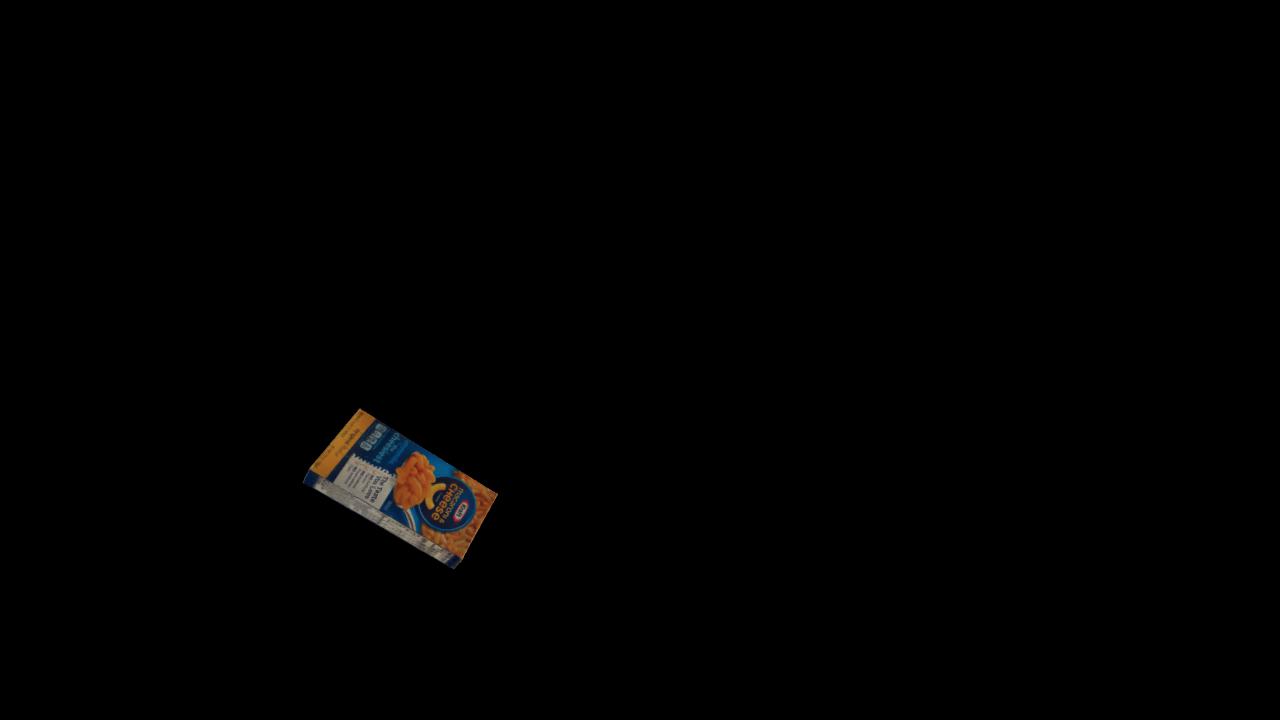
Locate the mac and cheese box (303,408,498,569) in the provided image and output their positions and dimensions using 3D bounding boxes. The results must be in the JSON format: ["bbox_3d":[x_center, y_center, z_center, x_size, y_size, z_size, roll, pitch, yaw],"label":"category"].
[{"bbox_3d":[-0.259,0.142,0.681,0.184,0.093,0.041,35,-50,-12],"label":"mac and cheese box"}]
